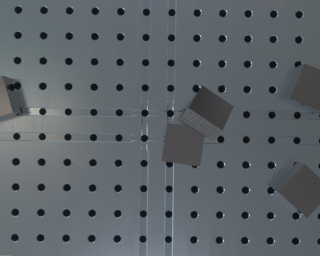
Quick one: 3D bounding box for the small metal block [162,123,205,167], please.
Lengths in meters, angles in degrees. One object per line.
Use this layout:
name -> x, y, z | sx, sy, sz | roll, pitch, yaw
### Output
small metal block -> 0.031, 0.022, 0.414 | 0.050, 0.025, 0.050 | 9, 90, 0

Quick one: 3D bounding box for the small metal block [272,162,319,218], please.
small metal block -> 0.190, 0.082, 0.415 | 0.050, 0.025, 0.050 | 43, 90, 0

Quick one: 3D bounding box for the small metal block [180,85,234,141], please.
small metal block -> 0.061, -0.020, 0.400 | 0.050, 0.025, 0.050 | 34, 50, 0

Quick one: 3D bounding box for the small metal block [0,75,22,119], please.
small metal block -> -0.221, -0.037, 0.412 | 0.050, 0.025, 0.050 | -16, 90, 0

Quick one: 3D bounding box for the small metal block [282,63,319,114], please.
small metal block -> 0.201, -0.052, 0.415 | 0.050, 0.025, 0.050 | 22, 90, 0
